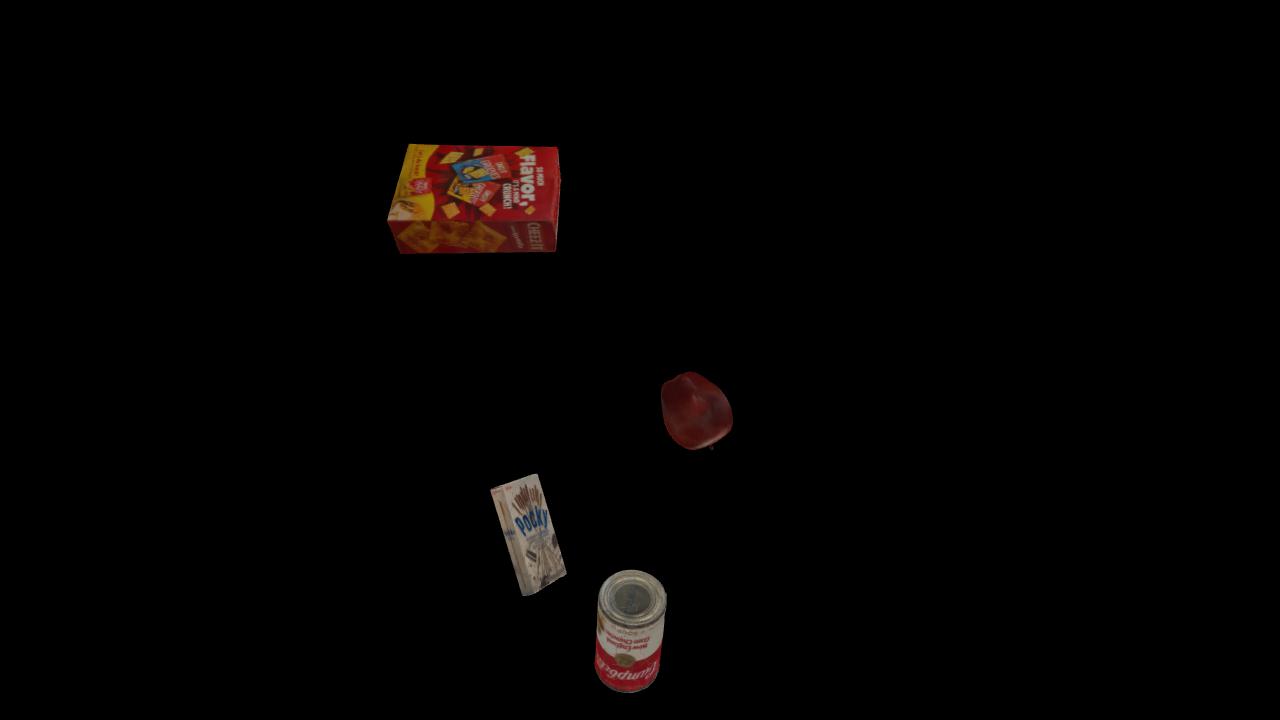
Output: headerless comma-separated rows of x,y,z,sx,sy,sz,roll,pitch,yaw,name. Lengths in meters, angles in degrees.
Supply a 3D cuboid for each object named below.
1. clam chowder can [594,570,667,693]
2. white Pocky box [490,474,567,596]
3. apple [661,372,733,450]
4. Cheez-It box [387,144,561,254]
-0.010,0.267,0.609,0.068,0.102,0.068,3,29,-2,clam chowder can
-0.158,0.246,0.879,0.028,0.154,0.084,-22,-7,27,white Pocky box
0.064,0.060,0.708,0.079,0.093,0.079,-26,-11,-5,apple
-0.228,-0.233,0.883,0.223,0.166,0.071,-1,-35,-2,Cheez-It box
